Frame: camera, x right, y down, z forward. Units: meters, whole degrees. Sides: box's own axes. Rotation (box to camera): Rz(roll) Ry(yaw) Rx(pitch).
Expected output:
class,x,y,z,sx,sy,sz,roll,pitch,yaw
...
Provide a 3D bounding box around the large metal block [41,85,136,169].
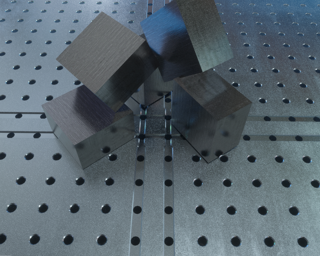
class,x,y,z,sx,sy,sz,roll,pitch,yaw
large metal block,-0.089,-0.008,0.396,0.081,0.050,0.080,-32,57,-25

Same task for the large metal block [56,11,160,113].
class,x,y,z,sx,sy,sz,roll,pitch,yaw
large metal block,-0.062,-0.079,0.372,0.080,0.050,0.080,40,86,28

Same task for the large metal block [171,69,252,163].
class,x,y,z,sx,sy,sz,roll,pitch,yaw
large metal block,0.059,-0.018,0.386,0.050,0.080,0.080,-27,56,-21

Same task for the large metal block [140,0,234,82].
class,x,y,z,sx,sy,sz,roll,pitch,yaw
large metal block,0.030,-0.106,0.369,0.050,0.080,0.080,-29,13,-28

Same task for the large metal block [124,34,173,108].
class,x,y,z,sx,sy,sz,roll,pitch,yaw
large metal block,-0.008,-0.089,0.445,0.080,0.080,0.050,-34,58,-26
